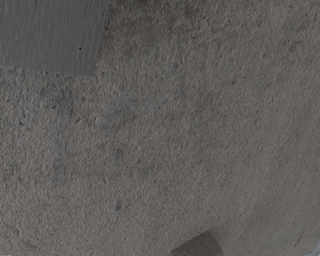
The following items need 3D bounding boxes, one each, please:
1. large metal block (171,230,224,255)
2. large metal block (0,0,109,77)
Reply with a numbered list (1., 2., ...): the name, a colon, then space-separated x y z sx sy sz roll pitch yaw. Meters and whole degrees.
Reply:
1. large metal block: 0.075 0.255 0.589 0.080 0.050 0.080 -26 128 -13
2. large metal block: -0.097 -0.097 0.277 0.081 0.050 0.079 3 117 -30
